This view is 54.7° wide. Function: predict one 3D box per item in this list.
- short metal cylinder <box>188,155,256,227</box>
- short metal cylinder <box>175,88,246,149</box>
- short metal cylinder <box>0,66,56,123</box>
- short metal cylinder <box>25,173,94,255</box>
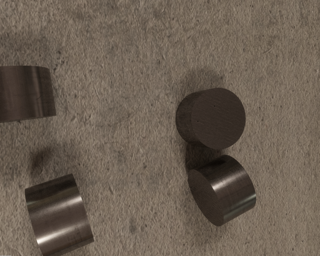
[{"bbox_3d":[0.080,0.082,0.411,0.050,0.080,0.080,-22,98,-19],"label":"short metal cylinder"},{"bbox_3d":[0.068,-0.012,0.422,0.081,0.050,0.079,0,90,-21],"label":"short metal cylinder"},{"bbox_3d":[-0.154,-0.033,0.323,0.081,0.080,0.050,-9,93,-20],"label":"short metal cylinder"},{"bbox_3d":[-0.110,0.096,0.340,0.050,0.080,0.080,-18,96,-19],"label":"short metal cylinder"}]
